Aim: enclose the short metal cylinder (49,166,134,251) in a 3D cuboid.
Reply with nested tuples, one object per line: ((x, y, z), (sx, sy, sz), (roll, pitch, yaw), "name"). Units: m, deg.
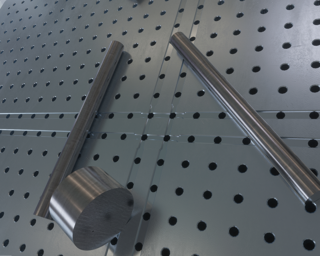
((-0.078, 0.091, 0.358), (0.050, 0.080, 0.080), (30, 78, 37), "short metal cylinder")

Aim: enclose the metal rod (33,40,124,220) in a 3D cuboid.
((-0.116, -0.011, 0.475), (0.025, 0.025, 0.300), (4, 63, 30), "metal rod")

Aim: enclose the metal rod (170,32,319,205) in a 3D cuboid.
((0.087, -0.036, 0.384), (0.025, 0.025, 0.300), (-35, 51, 5), "metal rod")
